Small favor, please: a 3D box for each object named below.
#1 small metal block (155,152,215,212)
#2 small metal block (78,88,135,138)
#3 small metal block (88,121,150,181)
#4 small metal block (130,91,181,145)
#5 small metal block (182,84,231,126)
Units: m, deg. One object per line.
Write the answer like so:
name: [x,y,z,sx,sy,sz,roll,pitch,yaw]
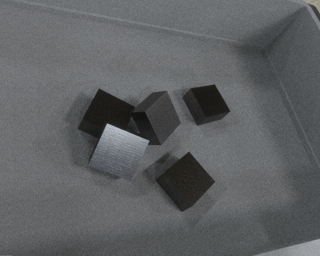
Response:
small metal block: [0.032,0.066,0.384,0.050,0.025,0.050,49,51,6]
small metal block: [-0.065,-0.013,0.380,0.050,0.025,0.050,27,52,-12]
small metal block: [-0.047,0.025,0.349,0.050,0.025,0.050,23,94,-15]
small metal block: [-0.004,-0.013,0.398,0.050,0.025,0.050,-47,123,-39]
small metal block: [0.070,-0.035,0.467,0.050,0.025,0.050,-14,69,-34]
